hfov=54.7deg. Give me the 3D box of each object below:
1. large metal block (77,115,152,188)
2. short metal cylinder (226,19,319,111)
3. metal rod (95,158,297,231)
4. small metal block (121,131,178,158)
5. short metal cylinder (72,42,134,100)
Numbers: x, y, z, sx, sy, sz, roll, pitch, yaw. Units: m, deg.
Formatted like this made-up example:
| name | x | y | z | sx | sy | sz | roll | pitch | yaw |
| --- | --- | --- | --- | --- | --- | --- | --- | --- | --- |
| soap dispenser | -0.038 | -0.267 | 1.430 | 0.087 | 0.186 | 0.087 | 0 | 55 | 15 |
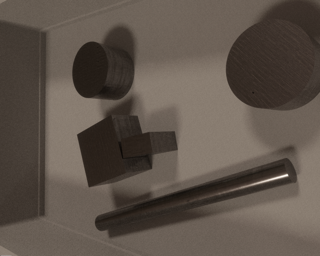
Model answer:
| name | x | y | z | sx | sy | sz | roll | pitch | yaw |
| --- | --- | --- | --- | --- | --- | --- | --- | --- | --- |
| large metal block | -0.067 | 0.033 | 0.443 | 0.080 | 0.050 | 0.080 | -25 | 74 | 37 |
| short metal cylinder | 0.112 | -0.057 | 0.298 | 0.080 | 0.050 | 0.079 | 0 | 90 | 39 |
| metal rod | 0.019 | 0.094 | 0.389 | 0.299 | 0.025 | 0.025 | -26 | 74 | 36 |
| small metal block | -0.014 | 0.021 | 0.400 | 0.050 | 0.050 | 0.025 | -14 | 81 | 39 |
| short metal cylinder | -0.084 | -0.082 | 0.458 | 0.080 | 0.050 | 0.079 | 0 | 90 | 39 |
